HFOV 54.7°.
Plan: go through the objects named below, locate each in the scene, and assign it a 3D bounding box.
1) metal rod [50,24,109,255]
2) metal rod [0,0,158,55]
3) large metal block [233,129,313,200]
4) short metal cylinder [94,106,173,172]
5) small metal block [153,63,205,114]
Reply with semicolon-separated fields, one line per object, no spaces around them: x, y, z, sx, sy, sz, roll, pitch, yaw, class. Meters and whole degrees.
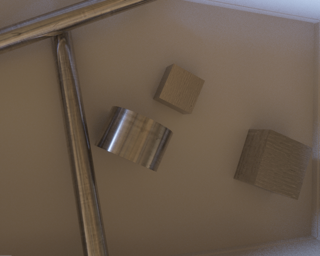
-0.088;0.027;0.341;0.025;0.025;0.299;-8;79;-20;metal rod
-0.123;-0.112;0.340;0.302;0.025;0.025;-23;98;-11;metal rod
0.168;0.053;0.461;0.080;0.050;0.080;22;83;-19;large metal block
-0.031;0.014;0.371;0.080;0.080;0.050;26;82;-19;short metal cylinder
0.026;-0.052;0.421;0.050;0.025;0.050;25;82;-19;small metal block
